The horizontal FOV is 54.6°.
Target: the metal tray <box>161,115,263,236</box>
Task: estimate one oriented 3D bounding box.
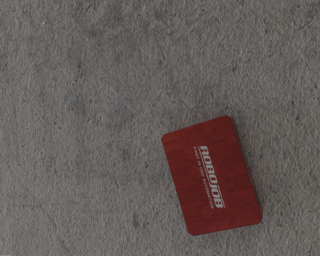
[{"bbox_3d":[0.064,0.058,0.384,0.090,0.030,0.129,-18,84,19],"label":"metal tray"}]
